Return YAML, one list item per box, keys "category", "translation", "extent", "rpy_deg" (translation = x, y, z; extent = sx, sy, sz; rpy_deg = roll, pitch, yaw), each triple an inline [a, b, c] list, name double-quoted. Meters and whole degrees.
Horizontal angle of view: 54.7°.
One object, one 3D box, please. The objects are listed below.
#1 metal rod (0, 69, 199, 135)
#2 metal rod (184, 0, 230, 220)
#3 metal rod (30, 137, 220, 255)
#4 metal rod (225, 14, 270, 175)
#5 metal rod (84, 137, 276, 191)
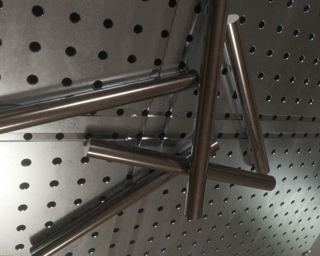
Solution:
- category: "metal rod"
  translation: [-0.092, -0.026, 0.345]
  extent: [0.302, 0.025, 0.025]
  rpy_deg: [-15, 125, -20]
- category: "metal rod"
  translation: [0.058, -0.021, 0.391]
  extent: [0.025, 0.025, 0.298]
  rpy_deg: [-4, 108, -27]
- category: "metal rod"
  translation: [-0.044, 0.099, 0.449]
  extent: [0.301, 0.025, 0.025]
  rpy_deg: [-31, 129, -9]
- category: "metal rod"
  translation: [0.135, -0.028, 0.470]
  extent: [0.025, 0.025, 0.299]
  rpy_deg: [-33, 129, -8]
- category: "metal rod"
  translation: [0.045, 0.056, 0.440]
  extent: [0.302, 0.025, 0.025]
  rpy_deg: [14, 111, -24]
